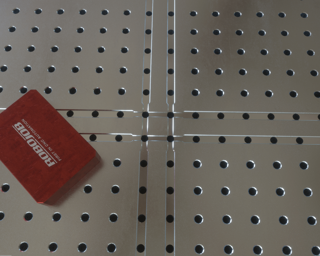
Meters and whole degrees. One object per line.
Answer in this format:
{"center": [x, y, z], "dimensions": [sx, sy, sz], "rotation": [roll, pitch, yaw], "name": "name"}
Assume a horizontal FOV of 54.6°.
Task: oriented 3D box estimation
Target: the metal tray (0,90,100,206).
{"center": [-0.154, 0.023, 0.400], "dimensions": [0.130, 0.030, 0.090], "rotation": [43, 75, 14], "name": "metal tray"}
